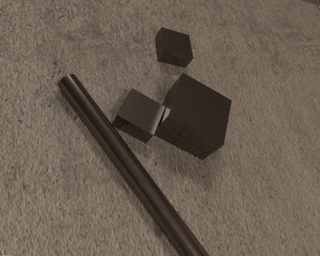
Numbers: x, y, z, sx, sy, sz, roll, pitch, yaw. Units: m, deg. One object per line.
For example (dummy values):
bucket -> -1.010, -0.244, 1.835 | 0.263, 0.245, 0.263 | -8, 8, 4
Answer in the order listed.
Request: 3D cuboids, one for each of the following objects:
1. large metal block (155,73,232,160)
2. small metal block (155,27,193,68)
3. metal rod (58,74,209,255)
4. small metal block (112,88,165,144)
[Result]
large metal block -> 0.045, -0.015, 0.423 | 0.080, 0.050, 0.080 | 28, 52, -11
small metal block -> 0.022, -0.128, 0.496 | 0.050, 0.025, 0.050 | 8, 58, -24
metal rod -> -0.023, 0.060, 0.355 | 0.025, 0.025, 0.299 | -31, 79, -38
small metal block -> -0.027, -0.016, 0.400 | 0.050, 0.025, 0.050 | 29, 52, -10
